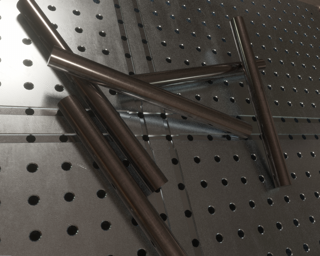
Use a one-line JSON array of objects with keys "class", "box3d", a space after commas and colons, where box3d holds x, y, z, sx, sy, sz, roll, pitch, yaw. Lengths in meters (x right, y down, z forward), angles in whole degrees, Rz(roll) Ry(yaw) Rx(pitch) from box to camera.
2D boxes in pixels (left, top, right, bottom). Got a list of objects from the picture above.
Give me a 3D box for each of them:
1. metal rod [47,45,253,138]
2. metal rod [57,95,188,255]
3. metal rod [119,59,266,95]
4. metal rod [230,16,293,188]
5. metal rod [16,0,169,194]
[{"class": "metal rod", "box3d": [0.005, -0.039, 0.416, 0.302, 0.025, 0.025, 18, 54, -25]}, {"class": "metal rod", "box3d": [-0.023, 0.087, 0.344, 0.025, 0.025, 0.299, -29, 78, -38]}, {"class": "metal rod", "box3d": [0.068, -0.087, 0.500, 0.303, 0.025, 0.025, -14, 69, -34]}, {"class": "metal rod", "box3d": [0.160, -0.053, 0.506, 0.025, 0.025, 0.299, 1, 68, -28]}, {"class": "metal rod", "box3d": [-0.089, -0.048, 0.389, 0.025, 0.025, 0.299, -30, 79, -38]}]
